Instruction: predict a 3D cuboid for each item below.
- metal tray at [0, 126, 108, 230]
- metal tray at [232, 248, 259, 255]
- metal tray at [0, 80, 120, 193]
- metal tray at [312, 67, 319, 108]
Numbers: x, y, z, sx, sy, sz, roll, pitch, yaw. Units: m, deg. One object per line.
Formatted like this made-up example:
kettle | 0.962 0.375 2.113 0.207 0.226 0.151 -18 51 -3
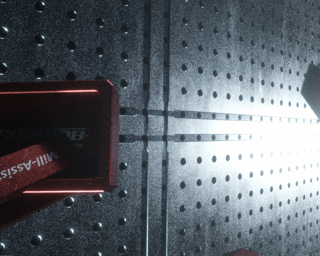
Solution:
metal tray | -0.117 0.051 0.268 0.131 0.089 0.030 -24 73 -38
metal tray | 0.117 0.269 0.508 0.131 0.030 0.089 -13 98 -40
metal tray | -0.102 0.008 0.258 0.131 0.030 0.090 -1 78 2
metal tray | 0.426 -0.080 0.768 0.130 0.030 0.090 39 66 -33
